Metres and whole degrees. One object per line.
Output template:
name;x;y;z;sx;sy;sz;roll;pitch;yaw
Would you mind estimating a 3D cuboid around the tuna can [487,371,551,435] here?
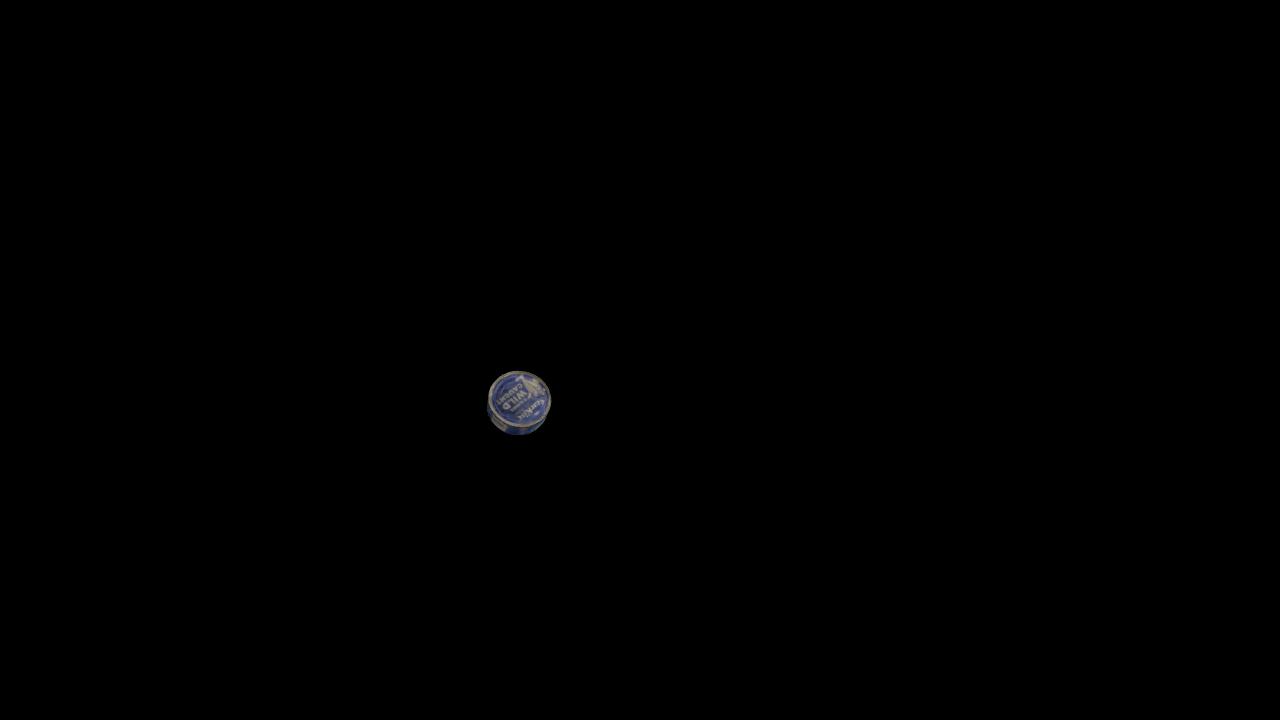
tuna can;-0.165;0.059;0.837;0.084;0.084;0.034;0;-31;-19
